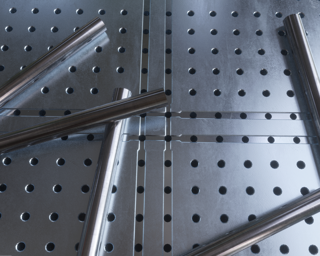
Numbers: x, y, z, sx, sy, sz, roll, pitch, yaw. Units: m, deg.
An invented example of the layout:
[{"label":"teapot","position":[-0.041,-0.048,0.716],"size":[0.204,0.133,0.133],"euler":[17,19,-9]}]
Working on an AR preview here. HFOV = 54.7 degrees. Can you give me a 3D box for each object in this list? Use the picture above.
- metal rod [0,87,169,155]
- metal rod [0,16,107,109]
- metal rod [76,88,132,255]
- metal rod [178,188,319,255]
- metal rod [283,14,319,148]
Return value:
[{"label":"metal rod","position":[-0.138,0.003,0.391],"size":[0.302,0.025,0.025],"euler":[-16,71,1]},{"label":"metal rod","position":[-0.198,-0.061,0.431],"size":[0.301,0.025,0.025],"euler":[-42,76,-14]},{"label":"metal rod","position":[-0.074,0.089,0.378],"size":[0.025,0.025,0.299],"euler":[8,70,2]},{"label":"metal rod","position":[0.071,0.140,0.361],"size":[0.302,0.025,0.025],"euler":[-22,72,-9]},{"label":"metal rod","position":[0.217,-0.027,0.424],"size":[0.025,0.025,0.299],"euler":[-6,70,-2]}]
